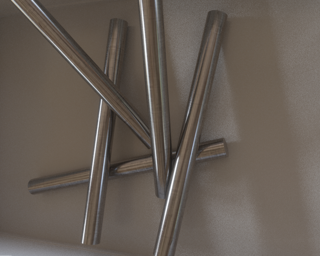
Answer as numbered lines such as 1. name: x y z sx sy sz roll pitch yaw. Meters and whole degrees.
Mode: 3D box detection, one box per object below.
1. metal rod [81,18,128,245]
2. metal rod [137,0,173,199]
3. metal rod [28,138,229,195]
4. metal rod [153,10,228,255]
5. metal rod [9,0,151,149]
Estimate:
1. metal rod: -0.074 0.000 0.416 0.025 0.025 0.298 4 84 20
2. metal rod: -0.004 -0.054 0.340 0.025 0.025 0.298 4 113 20
3. metal rod: -0.057 0.057 0.430 0.301 0.025 0.025 -14 86 19
4. metal rod: 0.038 0.004 0.373 0.025 0.025 0.299 12 85 19
5. metal rod: -0.104 -0.089 0.380 0.025 0.025 0.300 -38 104 16
